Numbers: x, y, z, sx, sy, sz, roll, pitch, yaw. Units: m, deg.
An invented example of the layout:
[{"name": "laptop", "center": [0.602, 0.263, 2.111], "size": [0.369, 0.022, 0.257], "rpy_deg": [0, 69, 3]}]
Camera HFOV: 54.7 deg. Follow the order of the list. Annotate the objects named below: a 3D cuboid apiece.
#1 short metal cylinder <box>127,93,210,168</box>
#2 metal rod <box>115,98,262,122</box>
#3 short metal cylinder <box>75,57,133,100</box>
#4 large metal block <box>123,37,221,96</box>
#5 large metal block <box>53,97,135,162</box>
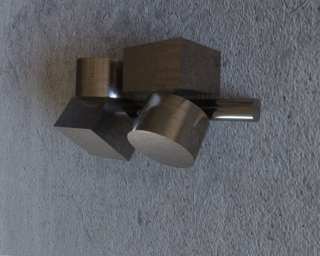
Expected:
[{"name": "short metal cylinder", "center": [0.010, 0.004, 0.354], "size": [0.080, 0.080, 0.050], "rpy_deg": [2, 57, 40]}, {"name": "metal rod", "center": [-0.014, -0.025, 0.420], "size": [0.300, 0.025, 0.025], "rpy_deg": [3, 92, 39]}, {"name": "short metal cylinder", "center": [-0.077, -0.067, 0.434], "size": [0.080, 0.081, 0.050], "rpy_deg": [5, 93, 40]}, {"name": "large metal block", "center": [0.015, -0.065, 0.358], "size": [0.080, 0.081, 0.050], "rpy_deg": [2, 92, 40]}, {"name": "large metal block", "center": [-0.084, 0.001, 0.432], "size": [0.080, 0.080, 0.050], "rpy_deg": [4, 58, 39]}]
